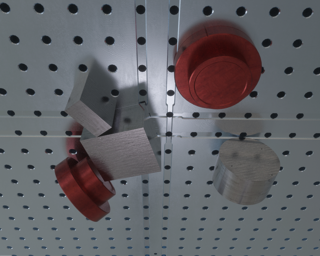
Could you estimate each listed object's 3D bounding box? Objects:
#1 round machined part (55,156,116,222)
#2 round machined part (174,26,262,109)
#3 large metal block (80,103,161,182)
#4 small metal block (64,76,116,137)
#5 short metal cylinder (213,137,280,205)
[{"bbox_3d":[-0.099,0.079,0.437,0.042,0.098,0.098,-37,125,-4],"label":"round machined part"},{"bbox_3d":[0.065,-0.060,0.350,0.099,0.042,0.097,0,130,0],"label":"round machined part"},{"bbox_3d":[-0.048,0.020,0.412,0.080,0.050,0.080,-12,129,9],"label":"large metal block"},{"bbox_3d":[-0.082,-0.026,0.372,0.025,0.050,0.050,-31,124,23],"label":"small metal block"},{"bbox_3d":[0.116,0.058,0.426,0.081,0.080,0.050,3,130,-3],"label":"short metal cylinder"}]
